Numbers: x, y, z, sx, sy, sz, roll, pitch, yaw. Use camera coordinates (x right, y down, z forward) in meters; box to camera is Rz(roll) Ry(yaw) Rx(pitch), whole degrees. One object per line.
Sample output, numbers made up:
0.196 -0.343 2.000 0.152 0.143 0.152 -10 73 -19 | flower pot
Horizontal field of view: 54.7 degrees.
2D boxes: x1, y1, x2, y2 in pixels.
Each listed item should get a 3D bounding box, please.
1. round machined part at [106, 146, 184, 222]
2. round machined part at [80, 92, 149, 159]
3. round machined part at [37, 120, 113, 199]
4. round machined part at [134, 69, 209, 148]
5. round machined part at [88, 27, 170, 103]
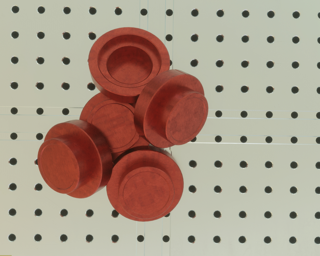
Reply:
-0.018 0.075 0.392 0.099 0.042 0.097 -1 102 -6 | round machined part
-0.057 -0.003 0.403 0.099 0.042 0.097 0 90 -1 | round machined part
-0.110 0.041 0.380 0.098 0.042 0.097 8 106 28 | round machined part
0.020 -0.018 0.376 0.042 0.098 0.098 34 90 41 | round machined part
-0.038 -0.075 0.393 0.099 0.042 0.098 2 69 -5 | round machined part
